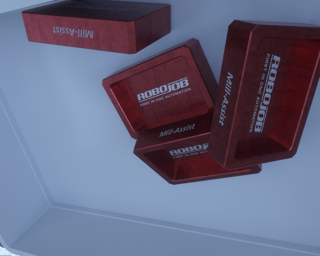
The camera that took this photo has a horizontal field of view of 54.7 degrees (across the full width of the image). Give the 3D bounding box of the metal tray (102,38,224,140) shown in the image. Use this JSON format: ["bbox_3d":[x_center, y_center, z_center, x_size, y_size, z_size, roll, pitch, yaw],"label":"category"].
[{"bbox_3d":[0.002,-0.042,0.378,0.130,0.030,0.090,-15,111,34],"label":"metal tray"}]

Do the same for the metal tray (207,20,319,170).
[{"bbox_3d":[0.098,-0.029,0.287,0.030,0.091,0.129,-135,44,-54],"label":"metal tray"}]

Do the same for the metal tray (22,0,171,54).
[{"bbox_3d":[-0.064,-0.113,0.330,0.130,0.090,0.030,12,124,21],"label":"metal tray"}]

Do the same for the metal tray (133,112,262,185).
[{"bbox_3d":[0.045,0.029,0.377,0.130,0.030,0.090,-15,135,34],"label":"metal tray"}]

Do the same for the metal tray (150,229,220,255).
[{"bbox_3d":[0.048,0.235,0.526,0.130,0.030,0.089,21,128,16],"label":"metal tray"}]
